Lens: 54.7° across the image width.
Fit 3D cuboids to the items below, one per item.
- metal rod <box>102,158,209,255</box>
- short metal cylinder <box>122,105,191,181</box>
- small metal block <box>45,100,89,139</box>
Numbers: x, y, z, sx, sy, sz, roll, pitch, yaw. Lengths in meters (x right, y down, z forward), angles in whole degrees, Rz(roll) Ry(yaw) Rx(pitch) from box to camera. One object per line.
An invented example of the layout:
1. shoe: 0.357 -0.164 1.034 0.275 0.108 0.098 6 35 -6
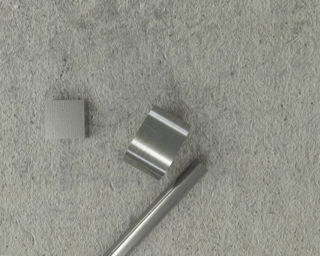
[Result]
1. metal rod: -0.047 0.157 0.409 0.025 0.025 0.300 43 90 0
2. short metal cylinder: -0.004 0.018 0.383 0.050 0.080 0.080 30 90 0
3. small metal block: -0.122 -0.011 0.409 0.050 0.025 0.050 -1 90 0
